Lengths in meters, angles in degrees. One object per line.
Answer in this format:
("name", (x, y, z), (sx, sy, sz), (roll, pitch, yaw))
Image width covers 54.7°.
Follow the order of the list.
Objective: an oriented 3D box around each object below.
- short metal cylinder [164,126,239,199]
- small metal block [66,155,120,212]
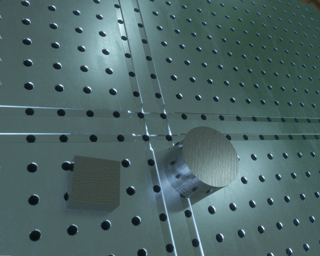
("short metal cylinder", (0.052, 0.045, 0.395), (0.081, 0.050, 0.080), (14, 56, -21))
("small metal block", (-0.071, 0.060, 0.334), (0.050, 0.025, 0.050), (11, 57, -23))
